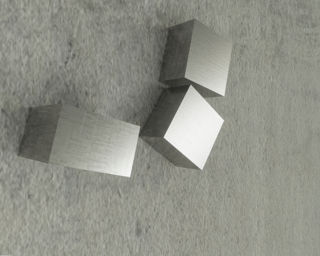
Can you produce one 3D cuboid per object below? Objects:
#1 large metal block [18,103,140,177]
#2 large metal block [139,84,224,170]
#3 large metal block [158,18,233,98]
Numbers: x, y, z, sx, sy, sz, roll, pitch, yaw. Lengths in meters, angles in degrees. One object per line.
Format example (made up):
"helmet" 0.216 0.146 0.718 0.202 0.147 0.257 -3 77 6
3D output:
"large metal block" -0.080 0.013 0.303 0.080 0.080 0.050 18 79 -39
"large metal block" 0.031 0.000 0.417 0.080 0.050 0.080 42 65 -33
"large metal block" 0.051 -0.092 0.434 0.081 0.050 0.080 17 79 -39
